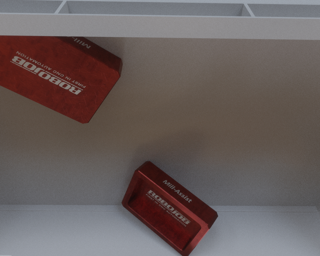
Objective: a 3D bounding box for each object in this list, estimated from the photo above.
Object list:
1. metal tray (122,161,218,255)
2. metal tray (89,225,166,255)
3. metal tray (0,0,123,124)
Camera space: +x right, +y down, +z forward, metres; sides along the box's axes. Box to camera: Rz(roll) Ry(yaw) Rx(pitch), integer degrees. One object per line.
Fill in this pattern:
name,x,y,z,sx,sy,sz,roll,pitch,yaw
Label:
metal tray,0.010,0.121,0.463,0.130,0.030,0.089,36,129,15
metal tray,-0.058,0.219,0.552,0.131,0.090,0.030,16,96,-13
metal tray,-0.120,-0.068,0.347,0.131,0.030,0.090,27,125,-22
